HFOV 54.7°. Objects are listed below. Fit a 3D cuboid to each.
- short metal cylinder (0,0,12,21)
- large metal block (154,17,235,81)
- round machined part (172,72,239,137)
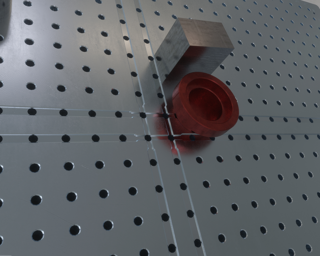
[{"bbox_3d":[-0.224,-0.175,0.378,0.081,0.050,0.080,14,56,-21],"label":"short metal cylinder"},{"bbox_3d":[0.050,-0.116,0.470,0.081,0.080,0.050,-5,65,-31],"label":"large metal block"},{"bbox_3d":[0.061,-0.030,0.448,0.099,0.042,0.098,14,56,-21],"label":"round machined part"}]
